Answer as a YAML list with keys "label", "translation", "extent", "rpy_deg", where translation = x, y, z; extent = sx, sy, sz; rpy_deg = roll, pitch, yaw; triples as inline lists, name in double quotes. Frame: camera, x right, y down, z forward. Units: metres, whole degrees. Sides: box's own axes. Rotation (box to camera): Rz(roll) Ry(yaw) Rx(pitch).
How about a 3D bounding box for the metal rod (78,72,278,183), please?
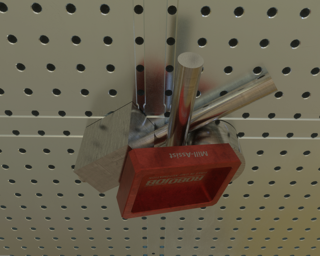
- label: "metal rod"
  translation: [0.009, 0.008, 0.419]
  extent: [0.300, 0.025, 0.025]
  rpy_deg: [-27, 126, 20]

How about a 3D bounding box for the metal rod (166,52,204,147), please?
- label: "metal rod"
  translation: [0.019, 0.031, 0.409]
  extent: [0.025, 0.025, 0.298]
  rpy_deg: [3, 140, -3]

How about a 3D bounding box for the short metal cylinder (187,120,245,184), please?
- label: "short metal cylinder"
  translation: [0.071, 0.035, 0.425]
  extent: [0.081, 0.050, 0.079]
  rpy_deg: [0, 130, 0]

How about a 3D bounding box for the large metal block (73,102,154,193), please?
- label: "large metal block"
  translation: [-0.055, 0.025, 0.395]
  extent: [0.080, 0.080, 0.050]
  rpy_deg: [-27, 125, 21]

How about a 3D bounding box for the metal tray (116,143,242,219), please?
- label: "metal tray"
  translation: [0.021, 0.062, 0.369]
  extent: [0.131, 0.030, 0.089]
  rpy_deg: [-2, 133, -24]
